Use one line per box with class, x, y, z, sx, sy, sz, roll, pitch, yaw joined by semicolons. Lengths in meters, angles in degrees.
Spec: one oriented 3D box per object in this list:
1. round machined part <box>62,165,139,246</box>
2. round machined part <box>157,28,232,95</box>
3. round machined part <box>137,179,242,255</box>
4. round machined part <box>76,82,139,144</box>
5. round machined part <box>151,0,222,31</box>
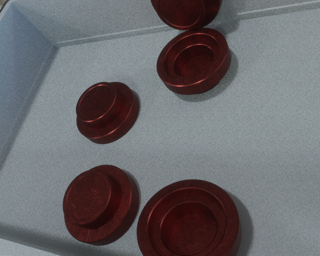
round machined part;-0.079;0.090;0.381;0.098;0.042;0.098;-13;56;21
round machined part;0.049;-0.085;0.422;0.098;0.042;0.098;-13;56;21
round machined part;0.031;0.103;0.305;0.098;0.042;0.098;-13;42;12
round machined part;-0.083;-0.029;0.457;0.098;0.042;0.098;-13;56;21
round machined part;0.032;-0.172;0.416;0.098;0.098;0.042;2;55;29
